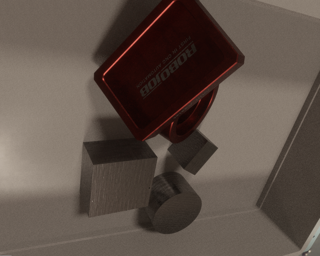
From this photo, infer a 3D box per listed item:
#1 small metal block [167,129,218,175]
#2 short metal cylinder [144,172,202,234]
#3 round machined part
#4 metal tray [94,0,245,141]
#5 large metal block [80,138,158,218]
[{"bbox_3d":[0.045,0.029,0.437,0.025,0.050,0.050,33,100,-39],"label":"small metal block"},{"bbox_3d":[0.016,0.114,0.474,0.081,0.050,0.079,-14,125,-21],"label":"short metal cylinder"},{"bbox_3d":[0.027,-0.033,0.376,0.098,0.042,0.097,-44,155,-27],"label":"round machined part"},{"bbox_3d":[0.004,-0.059,0.308,0.130,0.090,0.030,-40,171,25],"label":"metal tray"},{"bbox_3d":[-0.056,0.062,0.401,0.081,0.050,0.079,-4,120,-27],"label":"large metal block"}]
